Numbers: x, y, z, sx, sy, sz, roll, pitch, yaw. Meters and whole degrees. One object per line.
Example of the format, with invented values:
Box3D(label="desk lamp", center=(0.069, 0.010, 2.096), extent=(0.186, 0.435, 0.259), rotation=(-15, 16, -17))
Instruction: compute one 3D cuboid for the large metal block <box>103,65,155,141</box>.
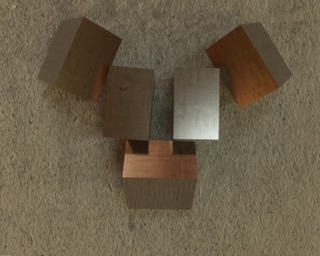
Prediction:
Box3D(label="large metal block", center=(-0.035, -0.028, 0.383), extent=(0.050, 0.080, 0.079), rotation=(5, 90, 0))

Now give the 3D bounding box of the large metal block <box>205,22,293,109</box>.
Box3D(label="large metal block", center=(0.111, -0.079, 0.379), extent=(0.050, 0.080, 0.080), rotation=(-31, 90, 37))

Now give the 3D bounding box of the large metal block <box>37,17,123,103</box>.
Box3D(label="large metal block", center=(-0.099, -0.082, 0.373), extent=(0.050, 0.080, 0.080), rotation=(23, 90, -36))

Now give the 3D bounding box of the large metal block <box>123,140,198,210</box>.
Box3D(label="large metal block", center=(0.000, 0.059, 0.378), extent=(0.081, 0.080, 0.050), rotation=(1, 51, 0))

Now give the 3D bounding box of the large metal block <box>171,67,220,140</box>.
Box3D(label="large metal block", center=(0.041, -0.028, 0.384), extent=(0.050, 0.080, 0.079), rotation=(1, 90, 0))
